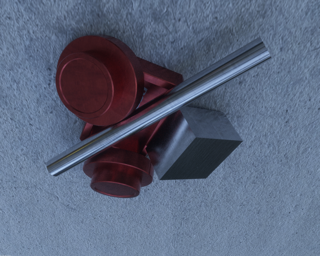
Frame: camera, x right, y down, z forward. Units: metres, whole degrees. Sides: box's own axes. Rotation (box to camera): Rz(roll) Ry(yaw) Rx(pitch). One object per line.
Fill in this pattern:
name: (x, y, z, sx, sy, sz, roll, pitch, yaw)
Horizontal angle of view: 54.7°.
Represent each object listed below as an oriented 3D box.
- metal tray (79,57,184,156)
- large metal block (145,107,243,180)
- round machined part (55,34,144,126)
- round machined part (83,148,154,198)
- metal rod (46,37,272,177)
metal tray: (-0.037, -0.022, 0.386, 0.091, 0.030, 0.129, 19, 128, -16)
large metal block: (0.042, 0.021, 0.392, 0.081, 0.050, 0.080, 6, 134, -37)
round machined part: (-0.070, -0.048, 0.330, 0.098, 0.042, 0.097, 7, 111, 19)
round machined part: (-0.059, 0.067, 0.432, 0.099, 0.042, 0.098, 6, 151, 4)
metal rod: (-0.019, -0.013, 0.359, 0.300, 0.025, 0.025, -28, 125, 22)
